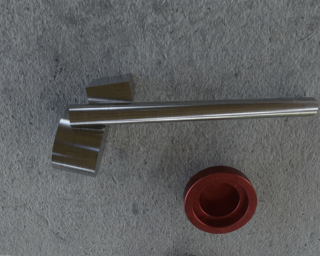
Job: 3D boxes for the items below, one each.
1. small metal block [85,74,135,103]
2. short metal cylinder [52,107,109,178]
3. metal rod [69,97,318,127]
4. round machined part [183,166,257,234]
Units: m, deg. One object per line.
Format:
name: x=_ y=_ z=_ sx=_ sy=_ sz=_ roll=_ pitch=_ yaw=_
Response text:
small metal block: x=-0.058 y=-0.046 z=0.379 sx=0.050 sy=0.050 sz=0.025 roll=-8 pitch=110 yaw=3
short metal cylinder: x=-0.096 y=0.017 z=0.386 sx=0.050 sy=0.080 sz=0.079 roll=13 pitch=110 yaw=-5
metal rod: x=0.049 y=-0.021 z=0.372 sx=0.302 sy=0.025 sz=0.025 roll=-3 pitch=111 yaw=-12
round machined part: x=0.082 y=0.096 z=0.437 sx=0.099 sy=0.042 sz=0.097 roll=0 pitch=110 yaw=0
